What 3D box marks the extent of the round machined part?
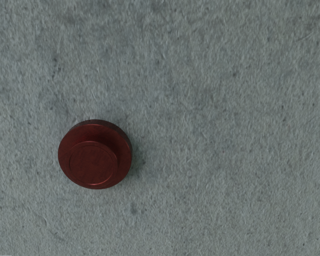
[{"bbox_3d":[-0.087,0.041,0.415,0.099,0.042,0.097,0,110,-1],"label":"round machined part"}]
